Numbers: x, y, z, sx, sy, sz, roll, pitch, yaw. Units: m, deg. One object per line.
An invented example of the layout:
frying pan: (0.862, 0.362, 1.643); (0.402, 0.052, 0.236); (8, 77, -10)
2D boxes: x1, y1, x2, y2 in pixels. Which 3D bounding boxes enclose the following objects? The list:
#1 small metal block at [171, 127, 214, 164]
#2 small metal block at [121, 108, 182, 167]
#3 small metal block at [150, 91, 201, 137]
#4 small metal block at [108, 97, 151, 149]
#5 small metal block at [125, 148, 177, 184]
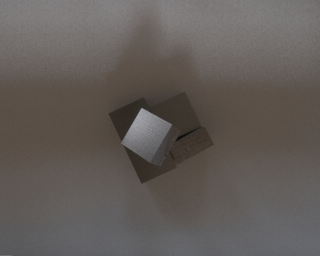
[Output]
small metal block: (0.037, 0.021, 0.398); (0.050, 0.050, 0.025); (-28, 90, -1)
small metal block: (-0.011, 0.011, 0.372); (0.050, 0.025, 0.050); (30, 90, 34)
small metal block: (0.020, -0.014, 0.410); (0.050, 0.025, 0.050); (-25, 90, -1)
small metal block: (-0.033, -0.007, 0.409); (0.050, 0.025, 0.050); (-25, 90, -1)
small metal block: (-0.011, 0.039, 0.410); (0.050, 0.025, 0.050); (-25, 90, -1)
